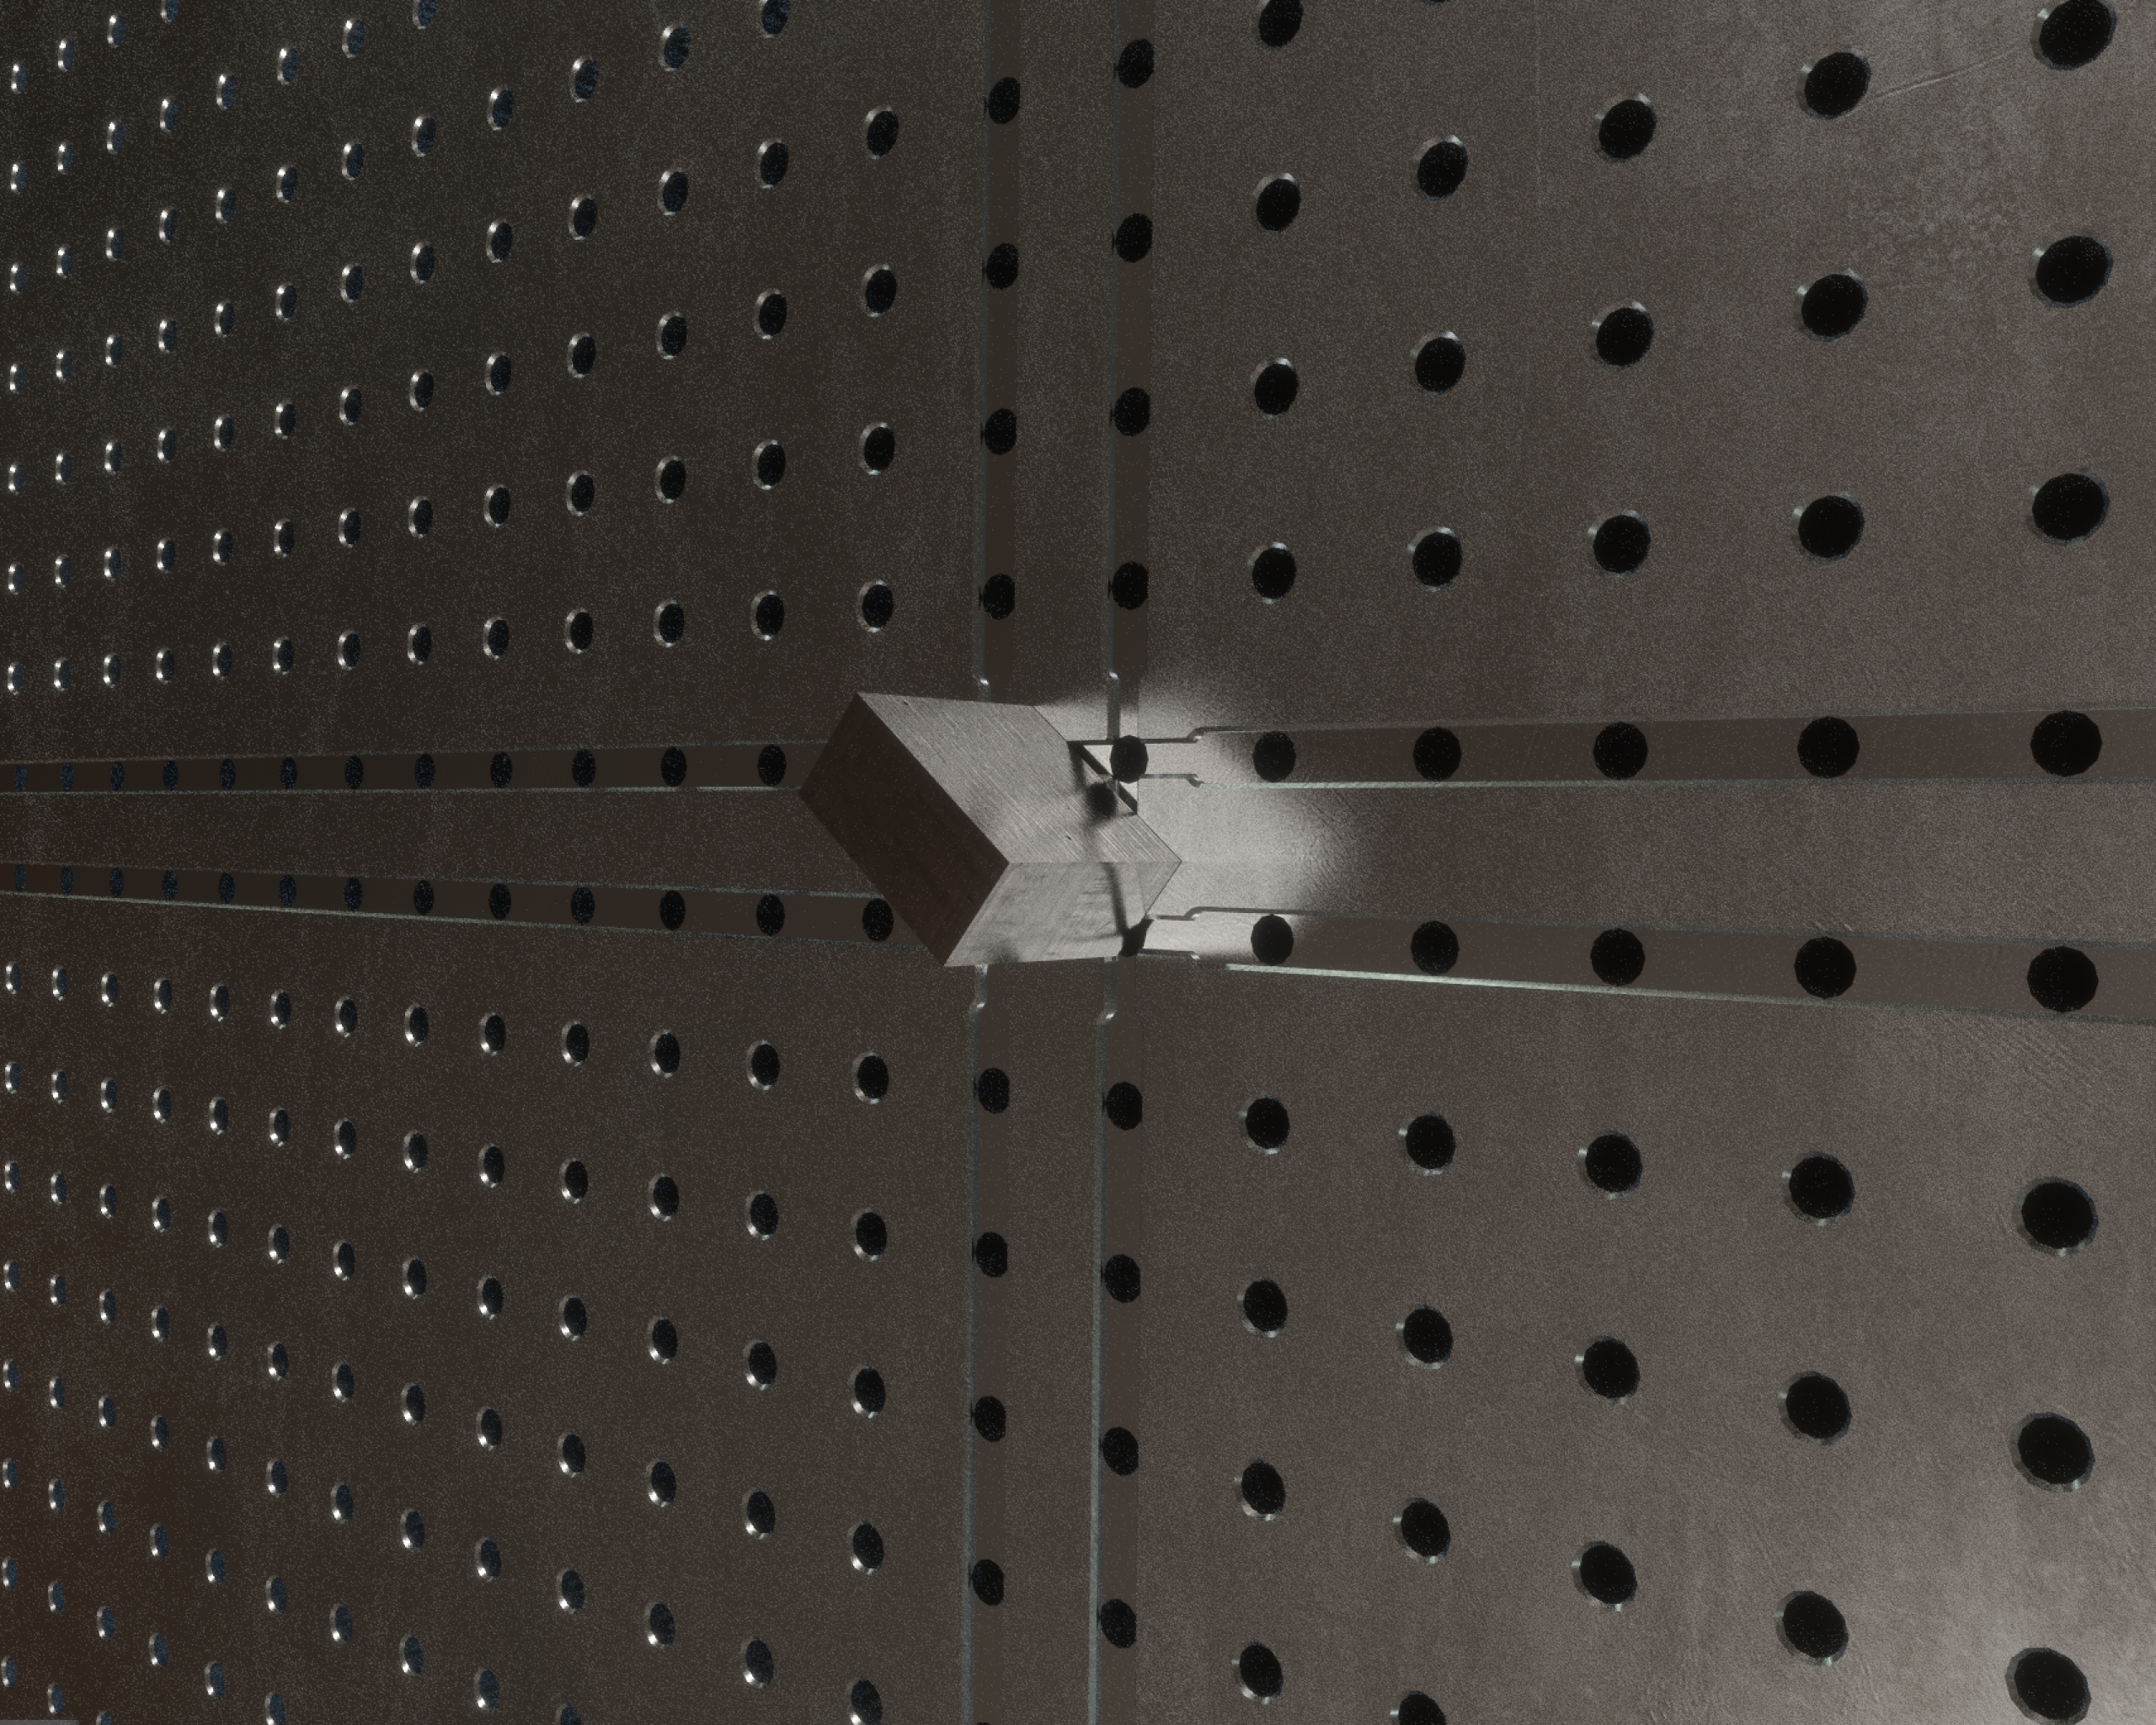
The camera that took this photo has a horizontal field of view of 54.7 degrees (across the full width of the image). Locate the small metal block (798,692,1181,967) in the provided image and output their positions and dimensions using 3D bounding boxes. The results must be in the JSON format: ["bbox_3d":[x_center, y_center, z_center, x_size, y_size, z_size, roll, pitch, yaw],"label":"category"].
[{"bbox_3d":[-0.017,-0.007,0.405,0.050,0.050,0.025,47,118,29],"label":"small metal block"}]
